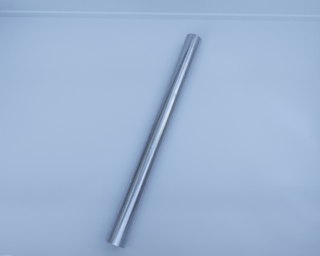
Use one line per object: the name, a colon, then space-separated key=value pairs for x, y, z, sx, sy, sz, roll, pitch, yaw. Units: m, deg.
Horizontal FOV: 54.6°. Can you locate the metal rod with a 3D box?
metal rod: x=-0.001 y=0.002 z=0.406 sx=0.025 sy=0.025 sz=0.300 roll=19 pitch=71 yaw=7
